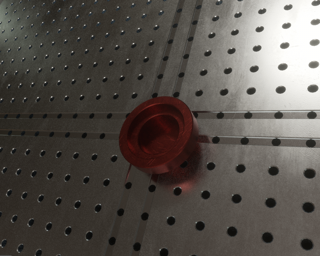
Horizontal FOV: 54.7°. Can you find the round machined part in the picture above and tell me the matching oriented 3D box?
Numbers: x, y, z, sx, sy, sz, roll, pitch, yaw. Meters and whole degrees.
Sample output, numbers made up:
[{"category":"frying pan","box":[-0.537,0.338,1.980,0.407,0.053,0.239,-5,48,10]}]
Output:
[{"category":"round machined part","box":[0.002,0.012,0.388,0.098,0.042,0.098,-13,56,20]}]
